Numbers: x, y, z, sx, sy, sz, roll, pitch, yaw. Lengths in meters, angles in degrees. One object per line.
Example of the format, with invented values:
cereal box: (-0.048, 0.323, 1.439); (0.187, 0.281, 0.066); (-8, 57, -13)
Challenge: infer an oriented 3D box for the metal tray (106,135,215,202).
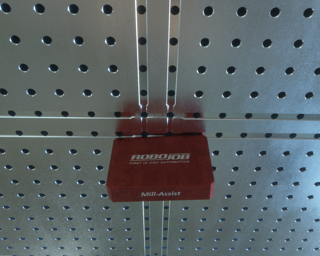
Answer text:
metal tray: (0.001, 0.051, 0.412); (0.131, 0.090, 0.030); (-2, 130, 1)
